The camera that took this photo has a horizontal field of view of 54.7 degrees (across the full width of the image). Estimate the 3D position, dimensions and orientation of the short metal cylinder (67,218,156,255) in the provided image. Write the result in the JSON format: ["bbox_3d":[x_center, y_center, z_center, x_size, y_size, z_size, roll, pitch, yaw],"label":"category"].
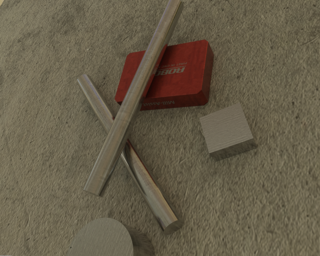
[{"bbox_3d":[-0.051,0.141,0.328,0.080,0.050,0.080,-13,56,21],"label":"short metal cylinder"}]

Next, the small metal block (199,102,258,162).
[{"bbox_3d":[0.079,0.005,0.360,0.050,0.025,0.050,-21,54,15],"label":"small metal block"}]

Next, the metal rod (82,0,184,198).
[{"bbox_3d":[-0.027,-0.054,0.412,0.025,0.025,0.300,8,66,31],"label":"metal rod"}]

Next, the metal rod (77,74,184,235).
[{"bbox_3d":[-0.056,0.013,0.425,0.025,0.025,0.300,-39,51,2],"label":"metal rod"}]

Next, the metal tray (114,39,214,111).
[{"bbox_3d":[0.006,-0.073,0.442,0.130,0.030,0.090,-3,60,26],"label":"metal tray"}]
